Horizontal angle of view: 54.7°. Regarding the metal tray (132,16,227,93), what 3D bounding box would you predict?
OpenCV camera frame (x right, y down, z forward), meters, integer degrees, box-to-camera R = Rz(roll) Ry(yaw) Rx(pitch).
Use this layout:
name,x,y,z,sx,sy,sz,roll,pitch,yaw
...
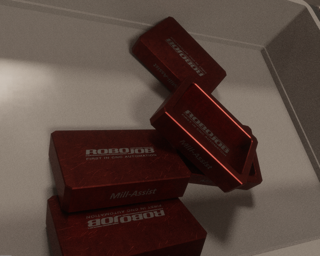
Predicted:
name,x,y,z,sx,sy,sz,roll,pitch,yaw
metal tray,0.032,-0.101,0.476,0.130,0.030,0.090,45,52,-3

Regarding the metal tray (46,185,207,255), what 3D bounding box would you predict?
name,x,y,z,sx,sy,sz,roll,pitch,yaw
metal tray,-0.033,0.096,0.296,0.131,0.030,0.090,-1,25,-29

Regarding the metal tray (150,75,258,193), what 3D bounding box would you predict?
name,x,y,z,sx,sy,sz,roll,pitch,yaw
metal tray,0.059,0.005,0.385,0.130,0.030,0.090,43,43,-7

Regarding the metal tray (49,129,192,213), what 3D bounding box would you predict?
name,x,y,z,sx,sy,sz,roll,pitch,yaw
metal tray,-0.043,0.039,0.331,0.131,0.030,0.090,-1,33,-29

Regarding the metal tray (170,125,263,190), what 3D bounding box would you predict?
name,x,y,z,sx,sy,sz,roll,pitch,yaw
metal tray,0.072,0.032,0.423,0.131,0.030,0.090,11,57,-23
